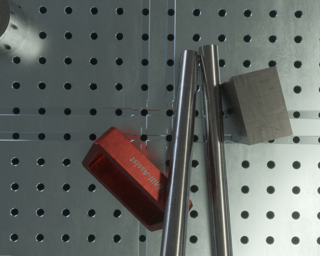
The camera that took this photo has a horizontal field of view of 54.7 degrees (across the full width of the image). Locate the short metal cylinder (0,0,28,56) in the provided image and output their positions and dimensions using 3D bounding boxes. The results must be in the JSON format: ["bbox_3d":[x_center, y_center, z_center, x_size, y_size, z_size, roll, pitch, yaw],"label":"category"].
[{"bbox_3d":[-0.221,-0.138,0.399,0.081,0.050,0.079,0,90,0],"label":"short metal cylinder"}]

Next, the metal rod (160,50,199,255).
[{"bbox_3d":[0.024,0.036,0.349,0.025,0.025,0.299,7,64,0],"label":"metal rod"}]

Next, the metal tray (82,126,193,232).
[{"bbox_3d":[-0.032,0.067,0.379,0.130,0.090,0.030,44,57,0],"label":"metal tray"}]

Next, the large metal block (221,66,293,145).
[{"bbox_3d":[0.115,-0.025,0.387,0.050,0.080,0.080,-14,90,0],"label":"large metal block"}]

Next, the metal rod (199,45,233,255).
[{"bbox_3d":[0.075,0.041,0.413,0.025,0.025,0.298,-4,90,0],"label":"metal rod"}]
